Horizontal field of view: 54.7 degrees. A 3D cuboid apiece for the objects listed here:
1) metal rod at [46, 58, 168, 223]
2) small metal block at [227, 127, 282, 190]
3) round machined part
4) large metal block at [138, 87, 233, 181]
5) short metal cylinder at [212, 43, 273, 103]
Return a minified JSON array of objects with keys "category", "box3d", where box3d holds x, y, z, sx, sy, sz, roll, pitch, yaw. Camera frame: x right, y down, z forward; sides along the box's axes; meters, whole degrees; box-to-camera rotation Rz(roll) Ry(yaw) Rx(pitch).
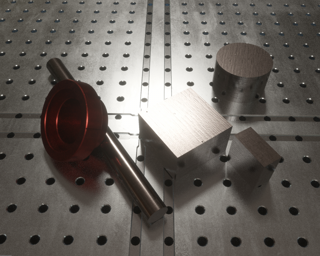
[{"category":"metal rod","box3d":[-0.084,-0.004,0.409,0.025,0.025,0.300,-27,55,-21]},{"category":"small metal block","box3d":[0.108,0.036,0.363,0.025,0.050,0.050,-24,55,-19]},{"category":"round machined part","box3d":[-0.101,-0.008,0.378,0.042,0.097,0.098,7,35,-49]},{"category":"large metal block","box3d":[0.029,0.005,0.387,0.081,0.050,0.080,-28,56,-22]},{"category":"short metal cylinder","box3d":[0.121,-0.083,0.463,0.081,0.050,0.080,0,50,0]}]
